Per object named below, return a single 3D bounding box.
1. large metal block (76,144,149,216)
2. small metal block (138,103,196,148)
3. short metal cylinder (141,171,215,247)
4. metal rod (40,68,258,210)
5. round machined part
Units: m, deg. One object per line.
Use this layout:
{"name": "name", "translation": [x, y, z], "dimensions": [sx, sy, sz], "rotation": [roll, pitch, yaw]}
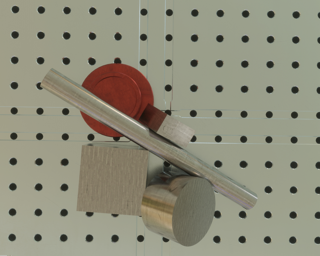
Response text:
{"name": "large metal block", "translation": [-0.057, 0.063, 0.398], "dimensions": [0.081, 0.050, 0.079], "rotation": [5, 90, -1]}
{"name": "small metal block", "translation": [0.009, -0.003, 0.391], "dimensions": [0.050, 0.050, 0.025], "rotation": [28, 94, -35]}
{"name": "short metal cylinder", "translation": [0.024, 0.097, 0.380], "dimensions": [0.081, 0.050, 0.079], "rotation": [-5, 97, -45]}
{"name": "metal rod", "translation": [-0.003, 0.021, 0.381], "dimensions": [0.301, 0.025, 0.025], "rotation": [32, 90, -13]}
{"name": "round machined part", "translation": [-0.057, -0.036, 0.404], "dimensions": [0.099, 0.042, 0.097], "rotation": [0, 90, -1]}
